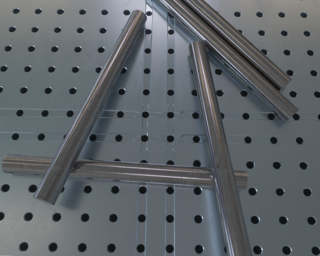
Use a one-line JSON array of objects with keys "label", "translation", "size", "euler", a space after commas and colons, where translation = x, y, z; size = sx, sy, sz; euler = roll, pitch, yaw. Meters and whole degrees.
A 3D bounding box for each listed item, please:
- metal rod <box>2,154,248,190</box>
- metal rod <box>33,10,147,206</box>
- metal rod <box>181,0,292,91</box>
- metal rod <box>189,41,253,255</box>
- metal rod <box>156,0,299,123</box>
[{"label": "metal rod", "translation": [-0.044, 0.055, 0.391], "size": [0.302, 0.025, 0.025], "euler": [4, 70, 1]}, {"label": "metal rod", "translation": [-0.081, -0.044, 0.411], "size": [0.025, 0.025, 0.300], "euler": [18, 65, 6]}, {"label": "metal rod", "translation": [0.079, -0.167, 0.473], "size": [0.025, 0.025, 0.300], "euler": [-39, 75, -13]}, {"label": "metal rod", "translation": [0.069, 0.012, 0.386], "size": [0.025, 0.025, 0.299], "euler": [-5, 62, -2]}, {"label": "metal rod", "translation": [0.081, -0.123, 0.457], "size": [0.025, 0.025, 0.300], "euler": [-39, 75, -13]}]
